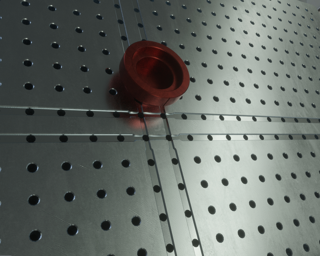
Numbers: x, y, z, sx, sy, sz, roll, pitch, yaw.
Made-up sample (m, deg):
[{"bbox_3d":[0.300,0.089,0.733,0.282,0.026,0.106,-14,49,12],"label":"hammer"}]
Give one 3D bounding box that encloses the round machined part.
[{"bbox_3d":[-0.011,-0.072,0.437,0.099,0.042,0.098,14,56,-21],"label":"round machined part"}]
